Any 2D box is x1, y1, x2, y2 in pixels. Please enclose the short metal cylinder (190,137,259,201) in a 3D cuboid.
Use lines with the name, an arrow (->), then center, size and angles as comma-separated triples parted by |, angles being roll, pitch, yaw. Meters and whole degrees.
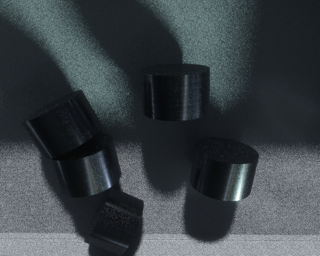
short metal cylinder -> 0.082, 0.051, 0.401 | 0.081, 0.080, 0.050 | 5, 110, -2

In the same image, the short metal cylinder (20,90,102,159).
short metal cylinder -> -0.119, -0.006, 0.379 | 0.080, 0.080, 0.050 | -24, 108, 8

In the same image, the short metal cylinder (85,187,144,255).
short metal cylinder -> -0.063, 0.128, 0.428 | 0.050, 0.080, 0.080 | 27, 108, -10

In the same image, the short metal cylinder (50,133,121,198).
short metal cylinder -> -0.095, 0.045, 0.398 | 0.080, 0.080, 0.050 | -9, 110, 3

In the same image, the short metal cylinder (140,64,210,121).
short metal cylinder -> 0.018, -0.045, 0.366 | 0.080, 0.080, 0.050 | -2, 110, 1
